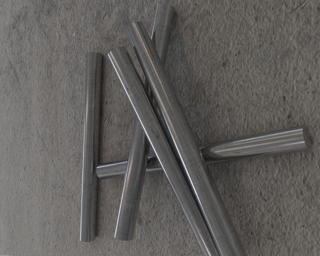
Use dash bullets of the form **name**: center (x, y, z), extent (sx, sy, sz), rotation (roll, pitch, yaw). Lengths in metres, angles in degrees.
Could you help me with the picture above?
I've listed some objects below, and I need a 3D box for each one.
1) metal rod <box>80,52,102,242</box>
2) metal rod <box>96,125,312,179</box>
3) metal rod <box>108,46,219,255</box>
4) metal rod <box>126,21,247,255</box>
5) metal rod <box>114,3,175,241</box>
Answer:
- **metal rod**: center (-0.110, 0.031, 0.496), extent (0.025, 0.025, 0.298), rotation (4, 93, 40)
- **metal rod**: center (0.025, 0.038, 0.384), extent (0.300, 0.025, 0.025), rotation (-14, 81, 39)
- **metal rod**: center (0.013, 0.040, 0.360), extent (0.025, 0.025, 0.299), rotation (-31, 81, 36)
- **metal rod**: center (0.025, 0.011, 0.348), extent (0.025, 0.025, 0.299), rotation (-32, 73, 35)
- **metal rod**: center (-0.019, -0.008, 0.396), extent (0.025, 0.025, 0.298), rotation (9, 88, 39)
